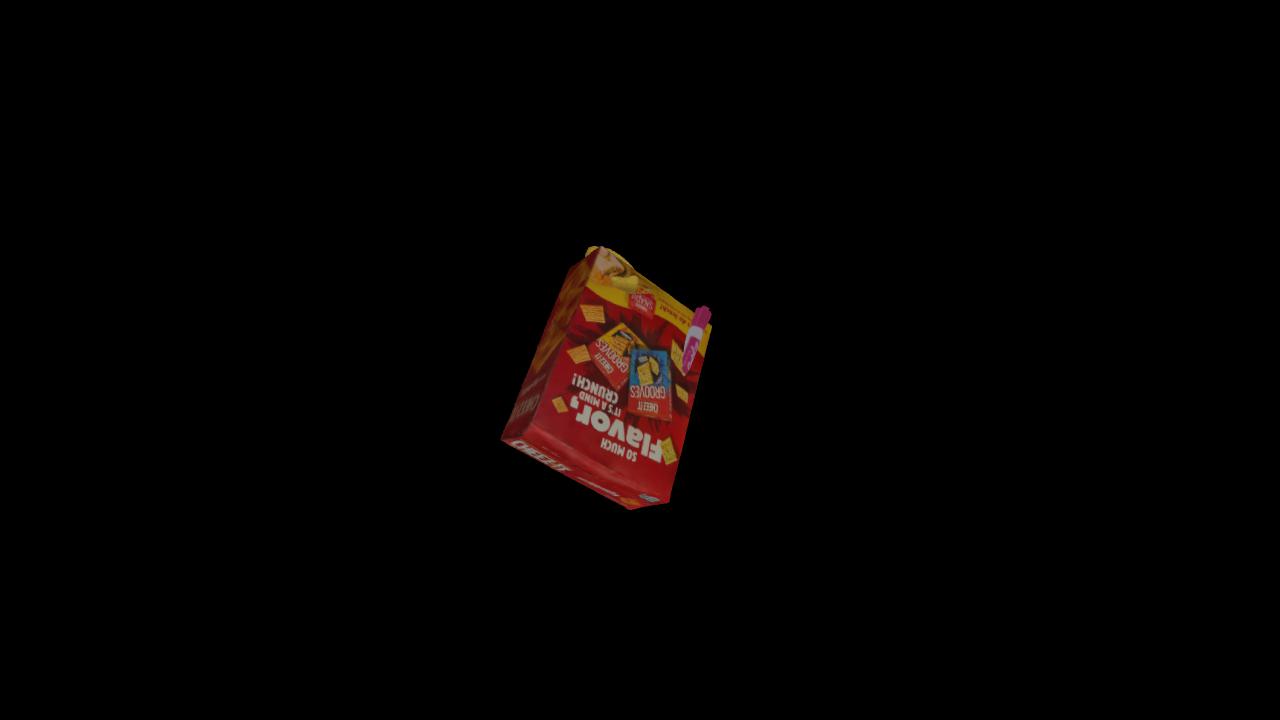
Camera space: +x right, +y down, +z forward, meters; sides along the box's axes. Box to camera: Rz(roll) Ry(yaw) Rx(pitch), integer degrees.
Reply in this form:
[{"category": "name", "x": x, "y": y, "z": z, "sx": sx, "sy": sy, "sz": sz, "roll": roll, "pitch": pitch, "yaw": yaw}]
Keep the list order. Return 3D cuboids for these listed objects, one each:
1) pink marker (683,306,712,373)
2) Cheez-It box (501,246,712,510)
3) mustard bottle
[{"category": "pink marker", "x": 0.050, "y": -0.006, "z": 0.663, "sx": 0.020, "sy": 0.121, "sz": 0.020, "roll": 21, "pitch": -19, "yaw": 7}, {"category": "Cheez-It box", "x": -0.023, "y": 0.018, "z": 0.632, "sx": 0.166, "sy": 0.223, "sz": 0.071, "roll": 33, "pitch": -36, "yaw": -25}, {"category": "mustard bottle", "x": -0.057, "y": -0.028, "z": 0.701, "sx": 0.054, "sy": 0.184, "sz": 0.092, "roll": 0, "pitch": 35, "yaw": -34}]
